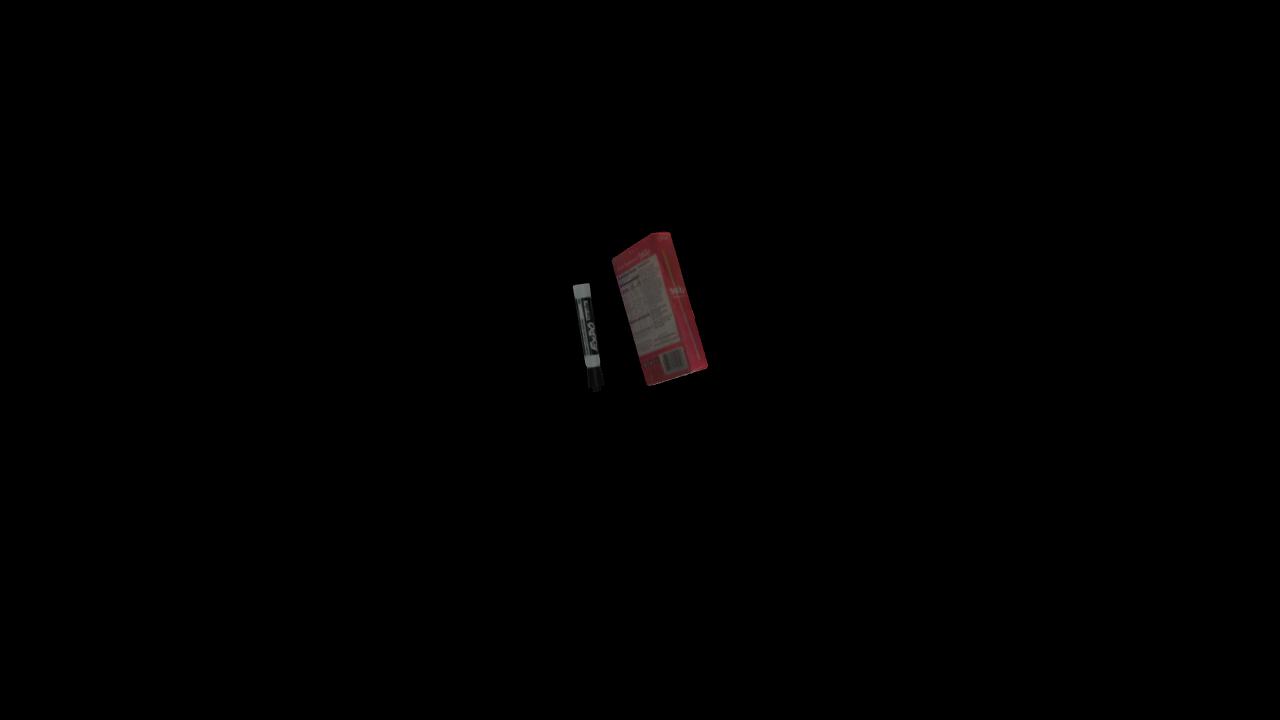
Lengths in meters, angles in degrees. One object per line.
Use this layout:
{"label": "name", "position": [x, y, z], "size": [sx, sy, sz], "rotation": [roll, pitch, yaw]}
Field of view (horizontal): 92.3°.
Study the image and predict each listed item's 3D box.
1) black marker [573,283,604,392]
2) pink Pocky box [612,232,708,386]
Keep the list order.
{"label": "black marker", "position": [-0.057, -0.024, 0.685], "size": [0.020, 0.121, 0.020], "rotation": [-8, 6, 1]}
{"label": "pink Pocky box", "position": [0.020, -0.054, 0.680], "size": [0.029, 0.155, 0.084], "rotation": [-13, -5, -37]}
